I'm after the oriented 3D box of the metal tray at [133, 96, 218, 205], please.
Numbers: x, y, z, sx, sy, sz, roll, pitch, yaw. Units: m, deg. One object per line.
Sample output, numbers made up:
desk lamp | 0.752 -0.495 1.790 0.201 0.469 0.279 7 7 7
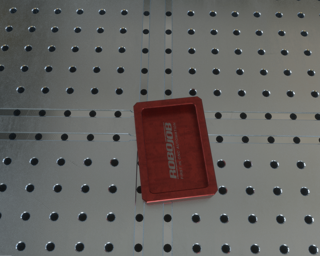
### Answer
metal tray | 0.017 0.027 0.399 0.091 0.030 0.129 -6 70 -3
